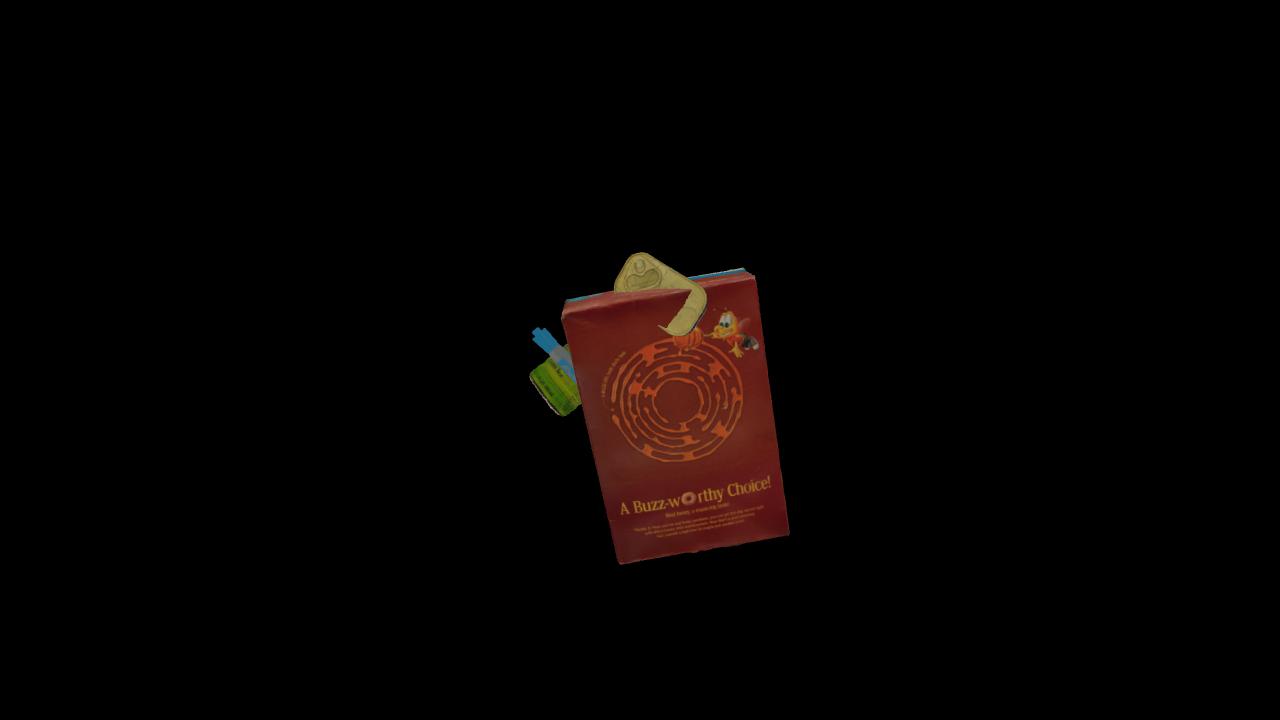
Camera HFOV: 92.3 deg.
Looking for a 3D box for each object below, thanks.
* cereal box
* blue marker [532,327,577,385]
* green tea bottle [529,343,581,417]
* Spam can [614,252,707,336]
[{"bbox_3d":[0.044,0.065,0.687,0.203,0.306,0.081,-11,15,1],"label":"cereal box"},{"bbox_3d":[-0.069,0.011,0.653,0.020,0.121,0.020,-43,5,5],"label":"blue marker"},{"bbox_3d":[-0.032,-0.019,0.751,0.212,0.073,0.073,-37,4,-6],"label":"green tea bottle"},{"bbox_3d":[0.035,-0.064,0.660,0.101,0.058,0.085,35,9,21],"label":"Spam can"}]
